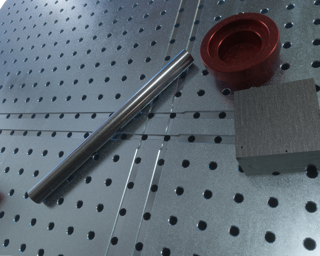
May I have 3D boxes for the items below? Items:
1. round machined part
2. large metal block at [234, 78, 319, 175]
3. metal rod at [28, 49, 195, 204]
[{"bbox_3d":[0.105,-0.099,0.403,0.098,0.042,0.098,-13,56,21],"label":"round machined part"},{"bbox_3d":[0.125,0.001,0.326,0.080,0.050,0.080,-8,58,24],"label":"large metal block"},{"bbox_3d":[-0.068,-0.003,0.446,0.300,0.025,0.025,-43,51,-2],"label":"metal rod"}]
